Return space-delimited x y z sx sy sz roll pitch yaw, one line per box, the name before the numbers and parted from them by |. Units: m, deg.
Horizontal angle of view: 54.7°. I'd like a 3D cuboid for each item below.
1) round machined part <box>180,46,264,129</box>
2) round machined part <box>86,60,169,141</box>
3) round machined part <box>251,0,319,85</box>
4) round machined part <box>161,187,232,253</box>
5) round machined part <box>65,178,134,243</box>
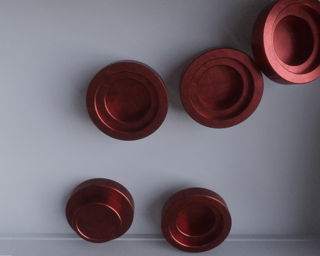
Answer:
round machined part | 0.073 -0.052 0.384 0.099 0.042 0.097 0 110 0
round machined part | -0.039 -0.037 0.388 0.099 0.042 0.097 0 110 -1
round machined part | 0.146 -0.098 0.356 0.099 0.042 0.097 -2 95 -18
round machined part | 0.051 0.128 0.450 0.099 0.042 0.097 0 110 -1
round machined part | -0.088 0.126 0.447 0.099 0.042 0.097 0 110 -1
